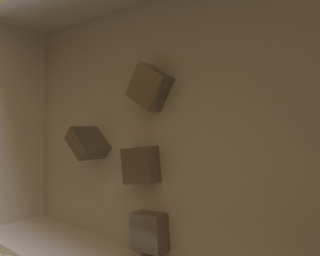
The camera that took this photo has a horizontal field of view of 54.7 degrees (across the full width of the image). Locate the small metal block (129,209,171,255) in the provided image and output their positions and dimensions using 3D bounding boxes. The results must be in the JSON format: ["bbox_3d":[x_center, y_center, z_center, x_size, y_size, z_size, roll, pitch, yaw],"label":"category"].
[{"bbox_3d":[-0.015,0.140,0.419,0.050,0.025,0.050,-6,86,40],"label":"small metal block"}]

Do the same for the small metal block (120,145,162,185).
[{"bbox_3d":[-0.027,0.052,0.429,0.050,0.025,0.050,-9,85,39],"label":"small metal block"}]

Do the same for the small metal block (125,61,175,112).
[{"bbox_3d":[-0.014,-0.056,0.419,0.050,0.025,0.050,37,113,33],"label":"small metal block"}]

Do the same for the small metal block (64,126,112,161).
[{"bbox_3d":[-0.112,0.023,0.484,0.050,0.050,0.025,50,119,28],"label":"small metal block"}]
